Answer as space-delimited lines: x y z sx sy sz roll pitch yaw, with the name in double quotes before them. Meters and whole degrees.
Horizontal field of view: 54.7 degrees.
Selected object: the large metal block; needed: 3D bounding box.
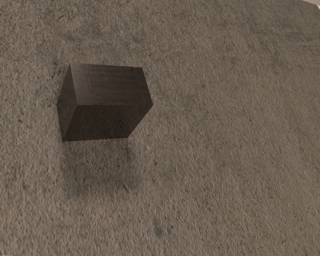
"large metal block" -0.066 -0.026 0.350 0.081 0.080 0.050 -2 63 -30
